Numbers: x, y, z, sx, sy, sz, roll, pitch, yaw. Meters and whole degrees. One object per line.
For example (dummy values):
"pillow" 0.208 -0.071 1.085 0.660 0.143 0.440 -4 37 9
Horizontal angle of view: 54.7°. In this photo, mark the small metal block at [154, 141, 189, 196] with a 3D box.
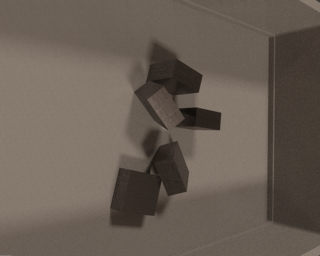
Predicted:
"small metal block" 0.017 0.052 0.407 0.050 0.025 0.050 -68 139 -67

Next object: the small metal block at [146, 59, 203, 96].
"small metal block" 0.019 -0.065 0.408 0.050 0.050 0.025 22 76 -38

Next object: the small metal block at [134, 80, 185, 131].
"small metal block" -0.001 -0.029 0.387 0.025 0.050 0.050 -39 117 -8

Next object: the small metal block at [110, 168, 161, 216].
"small metal block" -0.029 0.080 0.385 0.050 0.025 0.050 19 78 -39

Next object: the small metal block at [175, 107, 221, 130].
"small metal block" 0.049 -0.012 0.434 0.050 0.050 0.025 8 85 -40
